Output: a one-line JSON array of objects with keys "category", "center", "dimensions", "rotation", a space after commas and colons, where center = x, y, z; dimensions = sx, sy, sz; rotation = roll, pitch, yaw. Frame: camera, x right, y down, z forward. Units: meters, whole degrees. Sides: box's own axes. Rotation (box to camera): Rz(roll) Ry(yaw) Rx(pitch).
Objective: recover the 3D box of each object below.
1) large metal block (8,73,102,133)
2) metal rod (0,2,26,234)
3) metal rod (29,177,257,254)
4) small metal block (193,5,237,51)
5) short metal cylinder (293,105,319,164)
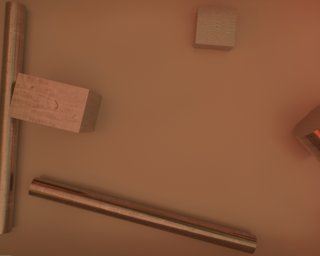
[{"category": "large metal block", "center": [-0.123, -0.028, 0.382], "dimensions": [0.080, 0.080, 0.050], "rotation": [13, 90, -1]}, {"category": "metal rod", "center": [-0.199, -0.013, 0.408], "dimensions": [0.025, 0.025, 0.298], "rotation": [4, 90, -1]}, {"category": "metal rod", "center": [-0.022, 0.116, 0.411], "dimensions": [0.302, 0.025, 0.025], "rotation": [15, 90, -1]}, {"category": "small metal block", "center": [0.073, -0.132, 0.412], "dimensions": [0.050, 0.025, 0.050], "rotation": [5, 90, -1]}, {"category": "short metal cylinder", "center": [0.218, 0.002, 0.387], "dimensions": [0.080, 0.080, 0.050], "rotation": [-43, 91, 0]}]
